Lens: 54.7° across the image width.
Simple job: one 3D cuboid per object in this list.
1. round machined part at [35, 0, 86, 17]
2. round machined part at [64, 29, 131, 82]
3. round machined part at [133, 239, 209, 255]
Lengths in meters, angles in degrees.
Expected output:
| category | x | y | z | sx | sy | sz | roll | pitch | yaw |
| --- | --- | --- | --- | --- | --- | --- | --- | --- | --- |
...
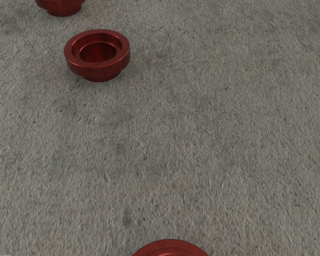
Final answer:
| category | x | y | z | sx | sy | sz | roll | pitch | yaw |
| --- | --- | --- | --- | --- | --- | --- | --- | --- | --- |
| round machined part | -0.191 | -0.253 | 0.603 | 0.099 | 0.042 | 0.098 | 0 | 50 | 0 |
| round machined part | -0.095 | -0.109 | 0.483 | 0.099 | 0.042 | 0.098 | 0 | 50 | 0 |
| round machined part | 0.010 | 0.145 | 0.270 | 0.099 | 0.042 | 0.098 | 0 | 50 | 0 |
